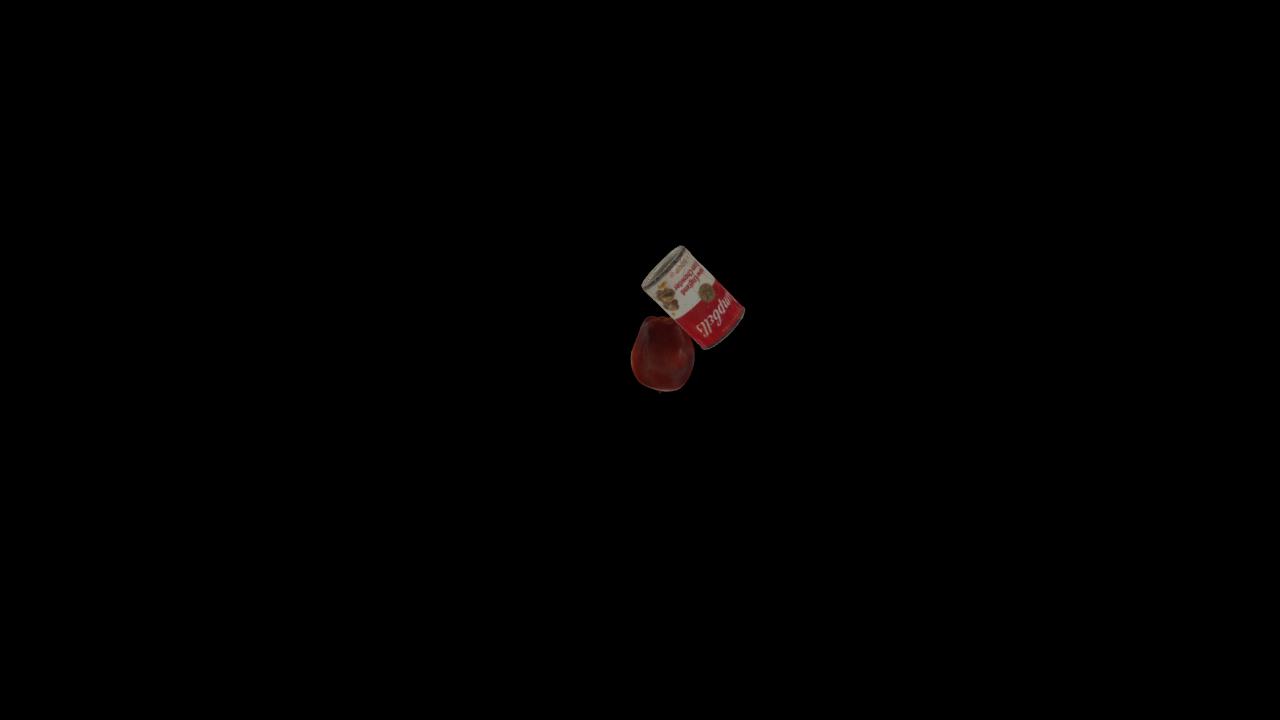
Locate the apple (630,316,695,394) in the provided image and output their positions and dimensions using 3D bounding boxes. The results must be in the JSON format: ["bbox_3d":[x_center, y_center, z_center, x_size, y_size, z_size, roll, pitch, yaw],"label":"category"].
[{"bbox_3d":[0.028,-0.005,0.738,0.079,0.093,0.079,2,12,0],"label":"apple"}]

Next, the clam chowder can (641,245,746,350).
[{"bbox_3d":[0.059,-0.070,0.690,0.102,0.068,0.068,43,-12,-13],"label":"clam chowder can"}]
